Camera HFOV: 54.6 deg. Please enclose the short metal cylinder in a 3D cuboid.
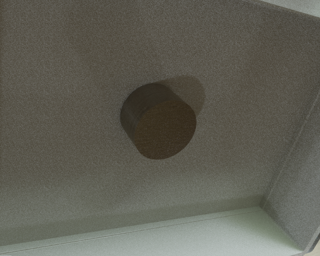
[{"bbox_3d":[-0.003,-0.008,0.383,0.081,0.050,0.080,-14,124,-21],"label":"short metal cylinder"}]
